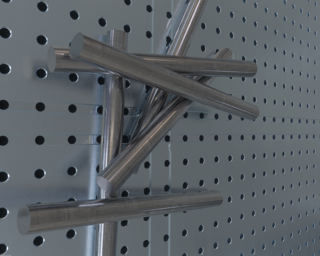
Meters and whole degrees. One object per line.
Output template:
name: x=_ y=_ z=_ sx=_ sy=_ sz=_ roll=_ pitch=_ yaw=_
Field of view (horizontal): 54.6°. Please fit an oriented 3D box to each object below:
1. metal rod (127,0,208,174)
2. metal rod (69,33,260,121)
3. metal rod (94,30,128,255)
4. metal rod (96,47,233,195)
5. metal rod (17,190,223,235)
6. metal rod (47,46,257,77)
metal rod: x=0.014 y=-0.081 z=0.419 sx=0.025 sy=0.025 sz=0.300 roll=35 pitch=69 yaw=-35
metal rod: x=0.034 y=-0.048 z=0.377 sx=0.302 sy=0.025 sz=0.025 roll=13 pitch=82 yaw=-43
metal rod: x=-0.057 y=0.038 z=0.360 sx=0.025 sy=0.025 sz=0.298 roll=5 pitch=87 yaw=-40
metal rod: x=0.025 y=-0.030 z=0.402 sx=0.301 sy=0.025 sz=0.025 roll=-48 pitch=119 yaw=-38
metal rod: x=-0.013 y=0.093 z=0.370 sx=0.302 sy=0.025 sz=0.025 roll=9 pitch=84 yaw=-48
metal rod: x=0.018 y=-0.077 z=0.384 sx=0.302 sy=0.025 sz=0.025 roll=-6 pitch=94 yaw=-37
